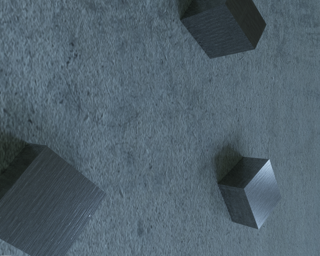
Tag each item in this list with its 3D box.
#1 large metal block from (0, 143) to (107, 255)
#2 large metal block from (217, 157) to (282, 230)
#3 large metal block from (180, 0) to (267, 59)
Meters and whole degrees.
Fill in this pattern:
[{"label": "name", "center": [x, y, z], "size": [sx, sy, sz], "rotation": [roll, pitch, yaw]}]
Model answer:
[{"label": "large metal block", "center": [-0.113, 0.071, 0.294], "size": [0.080, 0.050, 0.080], "rotation": [48, 62, -29]}, {"label": "large metal block", "center": [0.151, 0.105, 0.515], "size": [0.080, 0.050, 0.080], "rotation": [-37, 113, -34]}, {"label": "large metal block", "center": [0.091, -0.152, 0.445], "size": [0.080, 0.080, 0.050], "rotation": [43, 64, -32]}]
